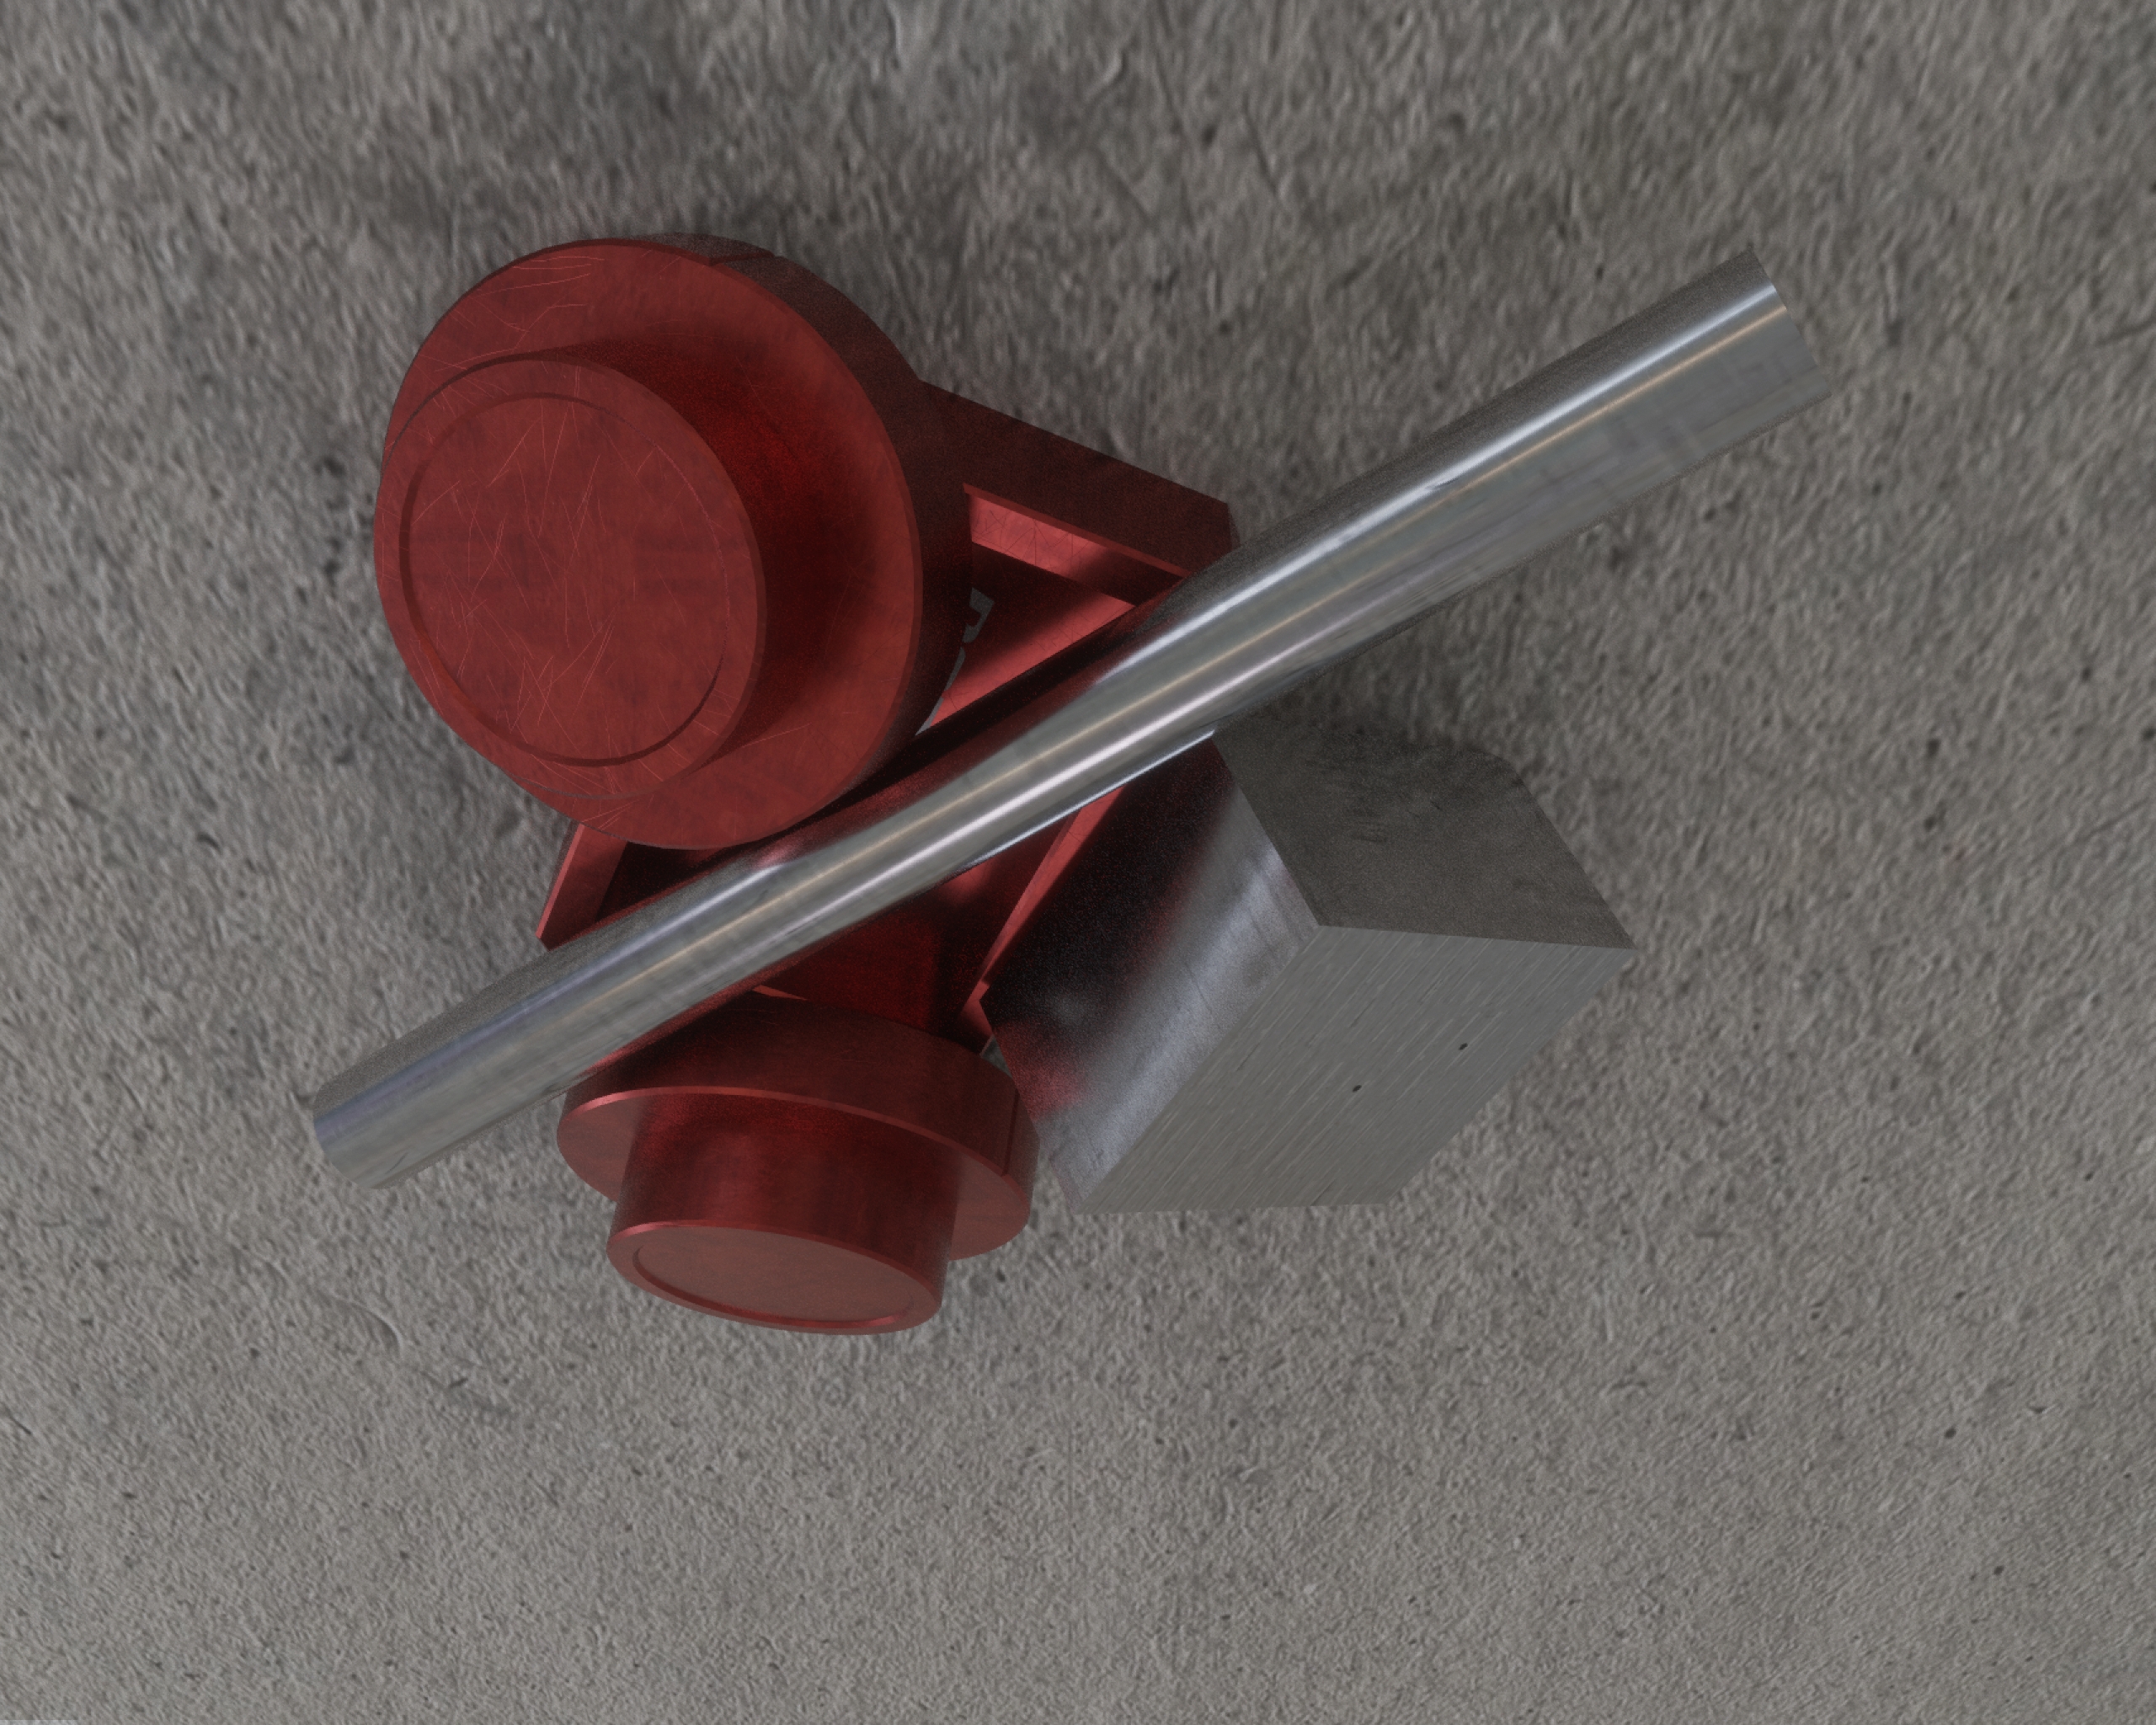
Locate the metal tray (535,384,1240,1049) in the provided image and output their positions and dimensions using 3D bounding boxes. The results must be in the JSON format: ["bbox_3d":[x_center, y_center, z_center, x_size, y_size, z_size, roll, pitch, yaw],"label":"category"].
[{"bbox_3d":[-0.037,-0.022,0.386,0.091,0.030,0.129,19,128,-16],"label":"metal tray"}]

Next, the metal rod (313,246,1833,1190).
[{"bbox_3d":[-0.019,-0.013,0.359,0.300,0.025,0.025,-28,125,22],"label":"metal rod"}]

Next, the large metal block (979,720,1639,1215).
[{"bbox_3d":[0.042,0.021,0.392,0.081,0.050,0.080,6,134,-37],"label":"large metal block"}]

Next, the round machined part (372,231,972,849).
[{"bbox_3d":[-0.070,-0.048,0.330,0.098,0.042,0.097,7,111,19],"label":"round machined part"}]

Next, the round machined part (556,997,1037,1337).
[{"bbox_3d":[-0.059,0.067,0.432,0.099,0.042,0.098,6,151,4],"label":"round machined part"}]
